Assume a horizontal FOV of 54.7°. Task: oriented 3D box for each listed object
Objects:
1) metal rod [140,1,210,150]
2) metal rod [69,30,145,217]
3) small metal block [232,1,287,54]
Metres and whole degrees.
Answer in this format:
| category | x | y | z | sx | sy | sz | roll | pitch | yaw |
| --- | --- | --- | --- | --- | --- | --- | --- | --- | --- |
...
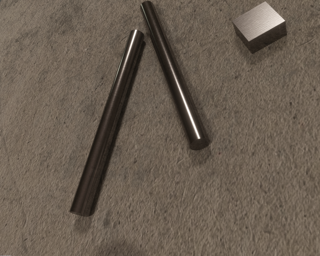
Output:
| category | x | y | z | sx | sy | sz | roll | pitch | yaw |
| --- | --- | --- | --- | --- | --- | --- | --- | --- | --- |
| metal rod | 0.012 | -0.096 | 0.455 | 0.025 | 0.025 | 0.299 | -26 | 53 | 12 |
| metal rod | -0.070 | -0.023 | 0.452 | 0.025 | 0.025 | 0.300 | -1 | 61 | 27 |
| small metal block | 0.133 | -0.135 | 0.416 | 0.050 | 0.025 | 0.050 | -29 | 52 | 9 |
